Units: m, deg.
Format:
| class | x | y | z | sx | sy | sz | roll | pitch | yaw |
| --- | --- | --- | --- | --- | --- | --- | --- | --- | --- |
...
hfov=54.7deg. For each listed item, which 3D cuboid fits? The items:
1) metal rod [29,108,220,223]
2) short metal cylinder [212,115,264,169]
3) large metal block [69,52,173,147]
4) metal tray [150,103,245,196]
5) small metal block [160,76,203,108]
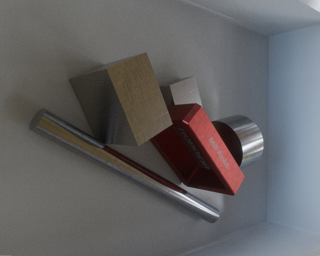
| class | x | y | z | sx | sy | sz | roll | pitch | yaw |
| --- | --- | --- | --- | --- | --- | --- | --- | --- | --- |
| metal rod | -0.020 | 0.063 | 0.390 | 0.301 | 0.025 | 0.025 | 35 | 68 | -35 |
| short metal cylinder | 0.104 | 0.024 | 0.458 | 0.050 | 0.080 | 0.079 | -15 | 100 | -38 |
| large metal block | -0.043 | -0.029 | 0.334 | 0.050 | 0.080 | 0.080 | -33 | 111 | -35 |
| metal tray | 0.040 | 0.029 | 0.397 | 0.030 | 0.090 | 0.130 | -52 | 121 | -28 |
| small metal block | 0.029 | -0.040 | 0.430 | 0.050 | 0.025 | 0.050 | -26 | 106 | -37 |
